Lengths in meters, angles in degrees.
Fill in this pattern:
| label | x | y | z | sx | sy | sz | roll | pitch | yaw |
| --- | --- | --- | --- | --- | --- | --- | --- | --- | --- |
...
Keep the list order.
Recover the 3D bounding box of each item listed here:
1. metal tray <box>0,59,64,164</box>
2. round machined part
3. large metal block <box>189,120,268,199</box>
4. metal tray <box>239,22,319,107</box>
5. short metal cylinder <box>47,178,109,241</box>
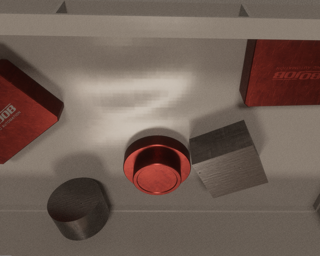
| label | x | y | z | sx | sy | sz | roll | pitch | yaw |
| --- | --- | --- | --- | --- | --- | --- | --- | --- | --- |
| metal tray | -0.199 | -0.014 | 0.391 | 0.130 | 0.030 | 0.090 | -33 | 123 | 24 |
| round machined part | -0.004 | 0.060 | 0.450 | 0.099 | 0.042 | 0.097 | -1 | 130 | 0 |
| large metal block | 0.095 | 0.045 | 0.433 | 0.080 | 0.050 | 0.080 | -21 | 127 | 16 |
| metal tray | 0.163 | -0.070 | 0.349 | 0.131 | 0.030 | 0.089 | -1 | 130 | 0 |
| short metal cylinder | -0.124 | 0.123 | 0.476 | 0.080 | 0.080 | 0.050 | -6 | 130 | 5 |
